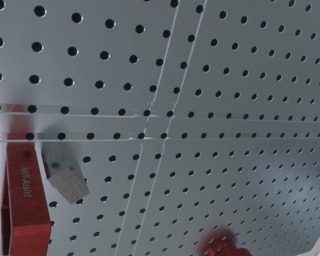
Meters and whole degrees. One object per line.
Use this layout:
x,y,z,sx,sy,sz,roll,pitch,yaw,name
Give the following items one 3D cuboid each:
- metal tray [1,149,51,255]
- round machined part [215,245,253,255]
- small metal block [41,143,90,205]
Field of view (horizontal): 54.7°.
-0.144,0.091,0.321,0.030,0.130,0.089,3,117,-30,metal tray
0.151,0.292,0.664,0.099,0.042,0.097,-14,124,-21,round machined part
-0.112,0.054,0.367,0.025,0.050,0.050,-32,129,-8,small metal block
